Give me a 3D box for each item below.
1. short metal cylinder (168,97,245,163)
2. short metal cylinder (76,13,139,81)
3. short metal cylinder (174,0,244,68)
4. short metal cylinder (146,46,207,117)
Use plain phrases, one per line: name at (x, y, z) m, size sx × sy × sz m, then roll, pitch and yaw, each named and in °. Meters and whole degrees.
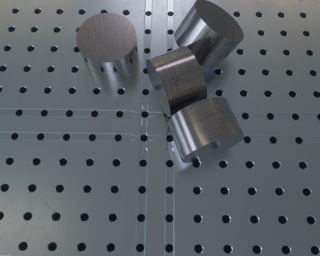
short metal cylinder at (0.056, 0.004, 0.381) m, size 0.080 × 0.080 × 0.050 m, roll -18°, pitch 71°, yaw -7°
short metal cylinder at (-0.072, -0.114, 0.440) m, size 0.081 × 0.050 × 0.080 m, roll 0°, pitch 70°, yaw 0°
short metal cylinder at (0.067, -0.129, 0.426) m, size 0.081 × 0.050 × 0.080 m, roll 20°, pitch 46°, yaw -22°
short metal cylinder at (0.021, -0.060, 0.404) m, size 0.050 × 0.080 × 0.080 m, roll -22°, pitch 72°, yaw -7°
